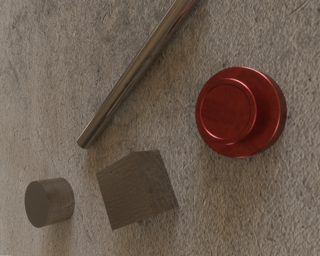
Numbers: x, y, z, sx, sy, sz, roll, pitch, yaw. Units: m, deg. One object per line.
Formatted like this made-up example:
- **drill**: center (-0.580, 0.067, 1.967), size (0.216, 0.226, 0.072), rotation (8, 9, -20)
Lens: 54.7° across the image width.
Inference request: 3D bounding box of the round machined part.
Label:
- **round machined part**: center (0.078, -0.017, 0.330), size (0.098, 0.042, 0.097), rotation (0, 90, 40)

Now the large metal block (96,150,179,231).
- **large metal block**: center (-0.032, 0.083, 0.415), size (0.080, 0.050, 0.080), rotation (-32, 71, 35)

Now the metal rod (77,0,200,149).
- **metal rod**: center (-0.039, -0.074, 0.436), size (0.299, 0.025, 0.025), rotation (-49, 61, 29)

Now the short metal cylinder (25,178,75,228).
- **short metal cylinder**: center (-0.197, 0.131, 0.551), size (0.080, 0.050, 0.080), rotation (0, 90, 40)
